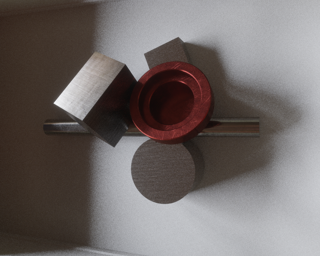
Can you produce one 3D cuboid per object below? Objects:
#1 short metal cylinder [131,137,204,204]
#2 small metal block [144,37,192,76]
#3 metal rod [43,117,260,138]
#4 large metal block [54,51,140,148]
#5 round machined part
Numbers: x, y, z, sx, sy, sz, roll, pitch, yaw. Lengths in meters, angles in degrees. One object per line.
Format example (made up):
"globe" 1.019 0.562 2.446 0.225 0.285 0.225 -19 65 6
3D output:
"short metal cylinder" 0.011 0.050 0.390 0.080 0.050 0.079 0 90 19
"small metal block" 0.014 -0.082 0.404 0.050 0.025 0.050 -22 83 18
"metal rod" -0.024 -0.001 0.415 0.301 0.025 0.025 0 90 19
"large metal block" -0.069 -0.034 0.387 0.050 0.080 0.080 28 76 28
"round machined part" 0.017 -0.027 0.373 0.098 0.042 0.098 -6 70 18
